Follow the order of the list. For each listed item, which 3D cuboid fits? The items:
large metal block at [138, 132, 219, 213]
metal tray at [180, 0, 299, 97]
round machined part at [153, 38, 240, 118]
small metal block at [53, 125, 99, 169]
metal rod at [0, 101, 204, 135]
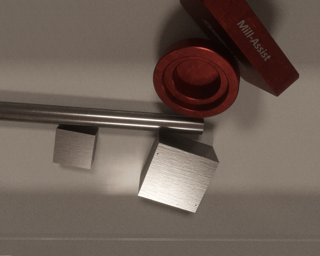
[{"bbox_3d":[0.023,0.057,0.419,0.080,0.050,0.079,19,109,-7],"label":"large metal block"},{"bbox_3d":[0.082,-0.098,0.333,0.030,0.090,0.130,-43,111,8],"label":"metal tray"},{"bbox_3d":[0.044,-0.062,0.366,0.098,0.042,0.097,10,135,10],"label":"round machined part"},{"bbox_3d":[-0.114,0.024,0.418,0.050,0.025,0.050,11,110,-5],"label":"small metal block"},{"bbox_3d":[-0.095,-0.014,0.404,0.302,0.025,0.025,4,110,-2],"label":"metal rod"}]
